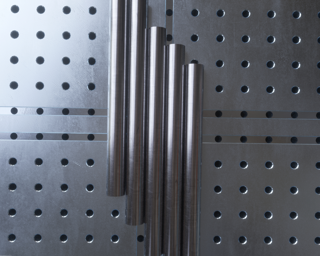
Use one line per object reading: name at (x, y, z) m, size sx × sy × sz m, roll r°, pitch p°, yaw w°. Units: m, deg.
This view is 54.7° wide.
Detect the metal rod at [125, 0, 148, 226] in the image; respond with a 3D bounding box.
metal rod at (-0.031, -0.023, 0.412) m, size 0.025 × 0.025 × 0.298 m, roll 1°, pitch 90°, yaw -1°

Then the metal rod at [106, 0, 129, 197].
metal rod at (-0.056, -0.060, 0.412) m, size 0.025 × 0.025 × 0.298 m, roll 1°, pitch 90°, yaw -1°

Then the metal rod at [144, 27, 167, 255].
metal rod at (-0.006, 0.018, 0.413) m, size 0.025 × 0.025 × 0.298 m, roll 1°, pitch 90°, yaw -1°

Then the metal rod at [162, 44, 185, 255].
metal rod at (0.018, 0.040, 0.413) m, size 0.025 × 0.025 × 0.298 m, roll 1°, pitch 90°, yaw -1°

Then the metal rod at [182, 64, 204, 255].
metal rod at (0.043, 0.066, 0.413) m, size 0.025 × 0.025 × 0.298 m, roll 1°, pitch 90°, yaw -1°
